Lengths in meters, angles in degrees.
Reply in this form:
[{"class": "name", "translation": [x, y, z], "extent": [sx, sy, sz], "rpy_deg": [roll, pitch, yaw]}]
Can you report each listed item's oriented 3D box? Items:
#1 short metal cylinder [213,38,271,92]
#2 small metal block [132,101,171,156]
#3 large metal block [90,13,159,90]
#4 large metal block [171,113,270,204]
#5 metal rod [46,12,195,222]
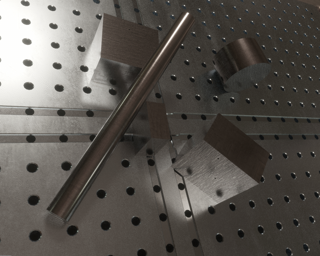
[{"class": "short metal cylinder", "translation": [0.133, -0.102, 0.510], "extent": [0.081, 0.080, 0.050], "rpy_deg": [-6, 65, -31]}, {"class": "small metal block", "translation": [-0.013, 0.002, 0.385], "extent": [0.025, 0.050, 0.050], "rpy_deg": [6, 59, -26]}, {"class": "large metal block", "translation": [-0.048, -0.102, 0.430], "extent": [0.081, 0.050, 0.080], "rpy_deg": [11, 57, -23]}, {"class": "large metal block", "translation": [0.074, 0.041, 0.390], "extent": [0.080, 0.080, 0.050], "rpy_deg": [39, 51, -3]}, {"class": "metal rod", "translation": [-0.032, -0.032, 0.366], "extent": [0.025, 0.025, 0.300], "rpy_deg": [34, 65, -7]}]
